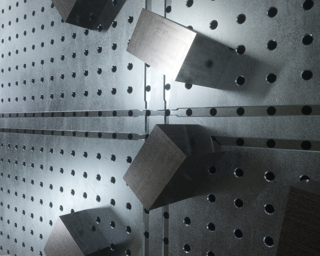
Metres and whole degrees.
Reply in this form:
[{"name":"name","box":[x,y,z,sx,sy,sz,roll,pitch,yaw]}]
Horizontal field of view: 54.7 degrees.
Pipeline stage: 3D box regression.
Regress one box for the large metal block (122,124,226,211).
[{"name":"large metal block","box":[0.017,0.042,0.358,0.050,0.081,0.080,47,118,29]}]

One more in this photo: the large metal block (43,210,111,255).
[{"name":"large metal block","box":[-0.136,0.195,0.503,0.080,0.050,0.079,42,115,31]}]

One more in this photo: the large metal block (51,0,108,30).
[{"name":"large metal block","box":[-0.128,-0.220,0.496,0.080,0.050,0.080,-49,62,29]}]

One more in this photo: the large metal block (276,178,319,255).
[{"name":"large metal block","box":[0.153,0.097,0.266,0.080,0.050,0.079,15,99,38]}]

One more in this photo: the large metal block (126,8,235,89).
[{"name":"large metal block","box":[0.024,-0.089,0.353,0.080,0.081,0.050,38,113,33]}]
